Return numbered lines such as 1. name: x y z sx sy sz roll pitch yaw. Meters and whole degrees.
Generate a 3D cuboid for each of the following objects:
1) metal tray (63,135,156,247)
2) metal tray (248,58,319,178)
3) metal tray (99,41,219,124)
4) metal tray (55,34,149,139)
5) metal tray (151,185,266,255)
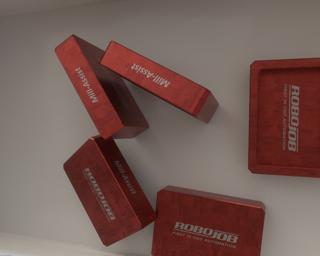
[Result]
1. metal tray: -0.071 0.083 0.415 0.090 0.030 0.130 -39 77 38
2. metal tray: 0.150 -0.012 0.354 0.090 0.030 0.129 1 90 19
3. metal tray: 0.002 -0.052 0.372 0.130 0.090 0.030 30 94 17
4. metal tray: -0.071 -0.049 0.399 0.030 0.090 0.130 -33 80 14
5. metal tray: 0.059 0.128 0.387 0.130 0.030 0.089 6 92 19
